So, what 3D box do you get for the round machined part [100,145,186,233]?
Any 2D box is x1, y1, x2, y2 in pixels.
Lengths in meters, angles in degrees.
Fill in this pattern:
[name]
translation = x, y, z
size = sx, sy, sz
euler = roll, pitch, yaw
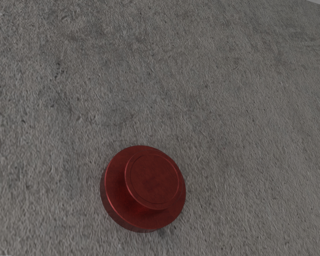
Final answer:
[round machined part]
translation = -0.014, 0.063, 0.347
size = 0.099, 0.042, 0.098
euler = 13, 56, -21
